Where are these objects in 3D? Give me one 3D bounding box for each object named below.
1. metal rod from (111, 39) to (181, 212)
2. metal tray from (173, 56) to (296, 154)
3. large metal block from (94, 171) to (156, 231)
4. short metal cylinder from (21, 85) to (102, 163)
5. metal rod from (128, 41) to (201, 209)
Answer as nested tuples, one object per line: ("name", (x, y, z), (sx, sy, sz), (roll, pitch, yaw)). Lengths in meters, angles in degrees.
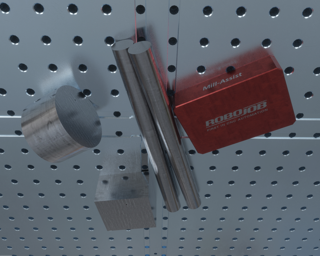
("metal rod", (-0.009, 0.021, 0.429), (0.025, 0.025, 0.299), (-10, 130, 8))
("metal tray", (0.092, -0.024, 0.389), (0.130, 0.030, 0.090), (-20, 128, 16))
("large metal block", (-0.051, 0.118, 0.495), (0.080, 0.050, 0.080), (-6, 130, 5))
("short metal cylinder", (-0.115, -0.004, 0.371), (0.050, 0.080, 0.080), (-24, 126, 19))
("metal rod", (0.018, 0.021, 0.418), (0.025, 0.025, 0.299), (-12, 133, 10))
